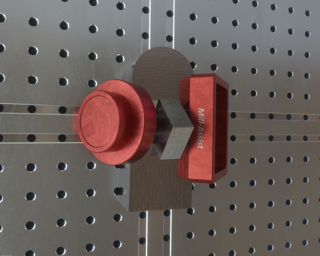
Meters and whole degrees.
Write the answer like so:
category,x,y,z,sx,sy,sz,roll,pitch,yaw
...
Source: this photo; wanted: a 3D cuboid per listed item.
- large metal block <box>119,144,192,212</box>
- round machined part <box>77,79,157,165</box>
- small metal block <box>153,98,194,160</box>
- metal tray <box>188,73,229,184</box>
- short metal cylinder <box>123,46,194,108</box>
category,x,y,z,sx,sy,sz,roll,pitch,yaw
large metal block,-0.006,0.059,0.397,0.081,0.050,0.080,2,89,-20
round machined part,-0.055,-0.006,0.349,0.042,0.098,0.097,2,89,-53
small metal block,0.011,0.001,0.358,0.025,0.050,0.050,0,132,-23
metal tray,0.066,0.001,0.404,0.030,0.090,0.129,1,90,23
short metal cylinder,-0.003,-0.059,0.397,0.081,0.050,0.080,0,90,-20
